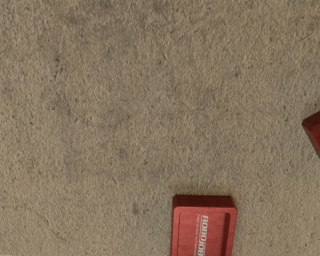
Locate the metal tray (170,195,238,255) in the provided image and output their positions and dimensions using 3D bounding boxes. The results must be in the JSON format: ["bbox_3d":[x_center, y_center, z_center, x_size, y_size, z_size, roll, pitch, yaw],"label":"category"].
[{"bbox_3d":[0.062,0.165,0.468,0.091,0.030,0.129,1,110,-1],"label":"metal tray"}]

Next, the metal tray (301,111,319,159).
[{"bbox_3d":[0.270,-0.001,0.409,0.130,0.030,0.090,-31,107,10],"label":"metal tray"}]
